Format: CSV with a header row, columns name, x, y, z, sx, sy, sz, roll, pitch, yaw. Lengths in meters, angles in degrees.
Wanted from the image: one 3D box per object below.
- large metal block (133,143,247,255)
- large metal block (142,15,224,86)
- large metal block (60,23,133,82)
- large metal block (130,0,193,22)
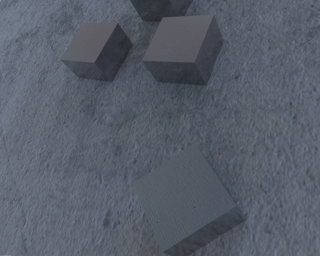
name,x,y,z,sx,sy,sz,roll,pitch,yaw
large metal block,0.030,0.076,0.324,0.080,0.050,0.080,-34,52,5
large metal block,0.034,-0.109,0.436,0.080,0.050,0.080,9,66,32
large metal block,-0.105,-0.128,0.520,0.080,0.050,0.080,12,68,33
large metal block,0.009,-0.227,0.521,0.080,0.050,0.080,16,70,34
